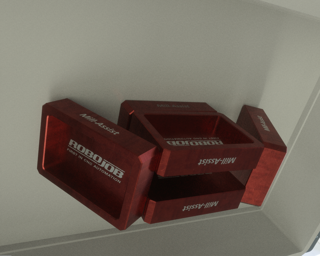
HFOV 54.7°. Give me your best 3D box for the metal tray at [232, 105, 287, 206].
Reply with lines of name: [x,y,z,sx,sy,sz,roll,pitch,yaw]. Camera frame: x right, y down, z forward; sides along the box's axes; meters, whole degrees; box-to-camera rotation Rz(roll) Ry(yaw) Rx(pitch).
metal tray: [0.126,0.033,0.429,0.030,0.130,0.089,14,115,-2]

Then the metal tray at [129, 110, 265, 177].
metal tray: [0.041,0.013,0.355,0.131,0.090,0.030,0,118,-29]

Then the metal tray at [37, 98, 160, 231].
metal tray: [-0.071,0.035,0.324,0.030,0.130,0.089,-26,137,-55]

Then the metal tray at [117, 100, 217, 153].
metal tray: [0.007,0.011,0.414,0.131,0.030,0.089,-1,119,-29]

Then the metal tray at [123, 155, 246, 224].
metal tray: [0.027,0.066,0.381,0.131,0.090,0.030,-1,118,-29]
